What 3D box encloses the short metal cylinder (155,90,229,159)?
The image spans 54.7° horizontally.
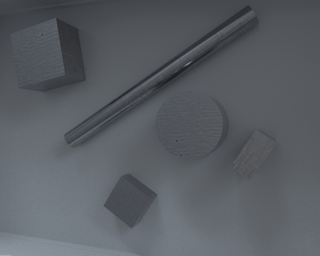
[{"bbox_3d":[0.041,-0.004,0.382,0.080,0.050,0.079,0,90,19],"label":"short metal cylinder"}]

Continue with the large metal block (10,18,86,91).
[{"bbox_3d":[-0.162,-0.103,0.453,0.080,0.050,0.080,-11,86,19],"label":"large metal block"}]

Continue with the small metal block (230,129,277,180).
[{"bbox_3d":[0.109,0.029,0.359,0.025,0.050,0.050,35,101,16],"label":"small metal block"}]

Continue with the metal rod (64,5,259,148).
[{"bbox_3d":[-0.010,-0.059,0.412,0.300,0.025,0.025,-32,80,16],"label":"metal rod"}]

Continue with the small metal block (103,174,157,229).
[{"bbox_3d":[-0.040,0.099,0.424,0.050,0.025,0.050,34,101,16],"label":"small metal block"}]
